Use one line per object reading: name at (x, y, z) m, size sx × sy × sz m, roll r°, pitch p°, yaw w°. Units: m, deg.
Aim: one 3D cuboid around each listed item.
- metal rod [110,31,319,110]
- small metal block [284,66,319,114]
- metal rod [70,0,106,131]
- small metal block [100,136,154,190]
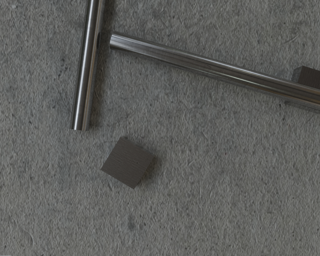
metal rod at (0.082, -0.071, 0.396) m, size 0.301 × 0.025 × 0.025 m, roll 17°, pitch 90°, yaw 5°
small metal block at (0.201, -0.050, 0.413) m, size 0.050 × 0.025 × 0.050 m, roll 17°, pitch 90°, yaw -1°
metal rod at (-0.087, -0.145, 0.408) m, size 0.025 × 0.025 × 0.298 m, roll 7°, pitch 90°, yaw -1°
small metal block at (-0.042, 0.045, 0.410) m, size 0.050 × 0.025 × 0.050 m, roll 31°, pitch 90°, yaw -1°
